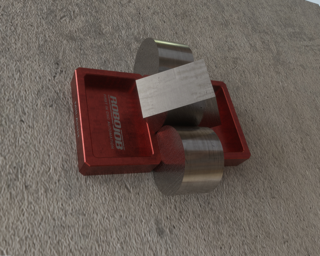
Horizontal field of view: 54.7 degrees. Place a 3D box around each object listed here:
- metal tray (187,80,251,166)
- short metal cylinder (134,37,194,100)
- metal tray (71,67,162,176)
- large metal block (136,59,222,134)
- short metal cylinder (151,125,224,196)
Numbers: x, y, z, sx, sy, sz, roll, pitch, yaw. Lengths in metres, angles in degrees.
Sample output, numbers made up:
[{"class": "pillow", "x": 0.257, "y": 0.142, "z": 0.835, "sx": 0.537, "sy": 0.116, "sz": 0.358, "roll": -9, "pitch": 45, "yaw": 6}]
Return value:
[{"class": "metal tray", "x": 0.068, "y": -0.010, "z": 0.445, "sx": 0.091, "sy": 0.030, "sz": 0.130, "roll": 2, "pitch": 61, "yaw": -28}, {"class": "short metal cylinder", "x": 0.003, "y": -0.078, "z": 0.419, "sx": 0.050, "sy": 0.080, "sz": 0.080, "roll": 2, "pitch": 61, "yaw": -27}, {"class": "metal tray", "x": -0.056, "y": -0.010, "z": 0.378, "sx": 0.091, "sy": 0.030, "sz": 0.130, "roll": 2, "pitch": 61, "yaw": -28}, {"class": "large metal block", "x": 0.025, "y": -0.029, "z": 0.375, "sx": 0.080, "sy": 0.080, "sz": 0.050, "roll": -17, "pitch": 65, "yaw": 9}, {"class": "short metal cylinder", "x": 0.030, "y": 0.037, "z": 0.363, "sx": 0.050, "sy": 0.080, "sz": 0.080, "roll": 2, "pitch": 61, "yaw": -27}]
